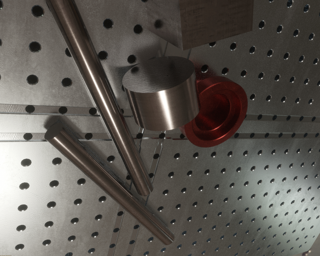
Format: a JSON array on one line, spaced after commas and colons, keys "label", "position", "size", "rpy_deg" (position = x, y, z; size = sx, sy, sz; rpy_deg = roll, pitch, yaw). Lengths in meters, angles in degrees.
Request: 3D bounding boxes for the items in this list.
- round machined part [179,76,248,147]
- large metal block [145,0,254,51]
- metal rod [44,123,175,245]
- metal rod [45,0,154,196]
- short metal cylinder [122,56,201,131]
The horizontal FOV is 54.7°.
[{"label": "round machined part", "position": [0.067, -0.025, 0.423], "size": [0.099, 0.042, 0.097], "rpy_deg": [-14, 125, -21]}, {"label": "large metal block", "position": [0.038, -0.125, 0.320], "size": [0.081, 0.080, 0.050], "rpy_deg": [-20, 126, -17]}, {"label": "metal rod", "position": [-0.053, 0.098, 0.444], "size": [0.025, 0.025, 0.300], "rpy_deg": [-38, 130, -3]}, {"label": "metal rod", "position": [-0.060, -0.022, 0.365], "size": [0.025, 0.025, 0.299], "rpy_deg": [-28, 128, -11]}, {"label": "short metal cylinder", "position": [0.003, -0.041, 0.353], "size": [0.081, 0.080, 0.050], "rpy_deg": [-25, 128, -14]}]
